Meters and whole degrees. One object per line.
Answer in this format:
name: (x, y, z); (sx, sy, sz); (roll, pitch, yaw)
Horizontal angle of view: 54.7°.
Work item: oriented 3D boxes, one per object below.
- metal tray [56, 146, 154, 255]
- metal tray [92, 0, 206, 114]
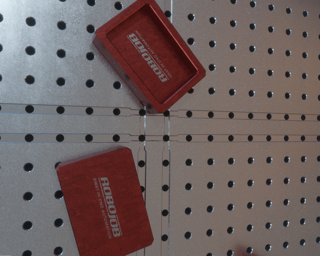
metal tray: (-0.068, 0.096, 0.386); (0.091, 0.030, 0.129); (-15, 95, -20)
metal tray: (-0.012, -0.094, 0.406); (0.090, 0.030, 0.130); (-43, 104, -15)
